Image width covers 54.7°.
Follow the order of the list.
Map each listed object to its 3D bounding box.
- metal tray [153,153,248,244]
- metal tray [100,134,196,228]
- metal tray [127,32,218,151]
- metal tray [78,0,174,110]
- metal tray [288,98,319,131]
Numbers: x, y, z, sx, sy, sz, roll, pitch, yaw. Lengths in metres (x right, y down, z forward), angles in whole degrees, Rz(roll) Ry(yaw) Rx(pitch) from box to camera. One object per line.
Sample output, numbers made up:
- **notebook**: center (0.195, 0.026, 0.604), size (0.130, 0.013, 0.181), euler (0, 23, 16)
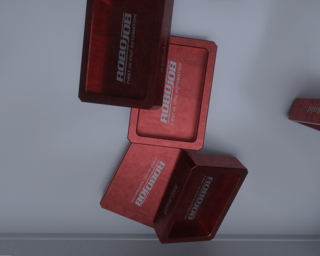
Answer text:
- **metal tray**: center (0.054, 0.098, 0.424), size (0.091, 0.030, 0.129), euler (8, 115, -28)
- **metal tray**: center (-0.017, 0.069, 0.434), size (0.090, 0.030, 0.129), euler (25, 108, -10)
- **metal tray**: center (0.014, -0.043, 0.375), size (0.091, 0.030, 0.129), euler (7, 95, -3)
- **metal tray**: center (-0.038, -0.089, 0.342), size (0.090, 0.030, 0.129), euler (8, 95, 18)
- **metal tray**: center (0.223, -0.005, 0.355), size (0.091, 0.130, 0.030), euler (19, 94, -7)
